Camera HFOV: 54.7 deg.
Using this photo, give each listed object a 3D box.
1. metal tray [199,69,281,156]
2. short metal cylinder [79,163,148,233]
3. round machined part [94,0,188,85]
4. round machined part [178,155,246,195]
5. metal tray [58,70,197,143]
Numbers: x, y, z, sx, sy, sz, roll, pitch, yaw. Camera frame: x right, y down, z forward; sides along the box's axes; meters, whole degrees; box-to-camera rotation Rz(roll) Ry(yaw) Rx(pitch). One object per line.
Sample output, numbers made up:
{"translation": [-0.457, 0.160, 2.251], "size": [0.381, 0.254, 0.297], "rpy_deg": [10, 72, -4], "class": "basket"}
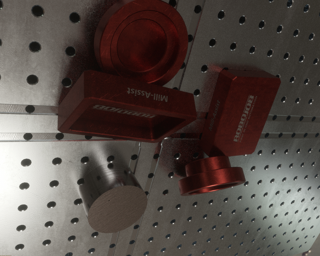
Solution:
{"translation": [0.118, -0.019, 0.463], "size": [0.091, 0.030, 0.129], "rpy_deg": [-3, 120, -28], "class": "metal tray"}
{"translation": [-0.064, 0.094, 0.420], "size": [0.081, 0.050, 0.079], "rpy_deg": [-14, 125, -21], "class": "short metal cylinder"}
{"translation": [-0.023, -0.091, 0.333], "size": [0.099, 0.042, 0.097], "rpy_deg": [-14, 124, -21], "class": "round machined part"}
{"translation": [0.075, 0.071, 0.466], "size": [0.099, 0.042, 0.098], "rpy_deg": [-10, 162, -3], "class": "round machined part"}
{"translation": [-0.036, -0.017, 0.346], "size": [0.131, 0.030, 0.090], "rpy_deg": [8, 154, -33], "class": "metal tray"}
